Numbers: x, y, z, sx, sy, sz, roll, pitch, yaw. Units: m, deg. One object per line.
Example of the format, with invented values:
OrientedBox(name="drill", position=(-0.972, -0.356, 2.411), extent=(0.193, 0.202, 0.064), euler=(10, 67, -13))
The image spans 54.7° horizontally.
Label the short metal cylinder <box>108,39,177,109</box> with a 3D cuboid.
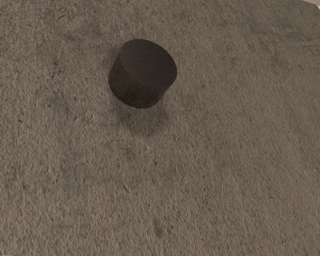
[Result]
OrientedBox(name="short metal cylinder", position=(-0.024, -0.073, 0.421), extent=(0.081, 0.050, 0.080), euler=(14, 56, -21))
